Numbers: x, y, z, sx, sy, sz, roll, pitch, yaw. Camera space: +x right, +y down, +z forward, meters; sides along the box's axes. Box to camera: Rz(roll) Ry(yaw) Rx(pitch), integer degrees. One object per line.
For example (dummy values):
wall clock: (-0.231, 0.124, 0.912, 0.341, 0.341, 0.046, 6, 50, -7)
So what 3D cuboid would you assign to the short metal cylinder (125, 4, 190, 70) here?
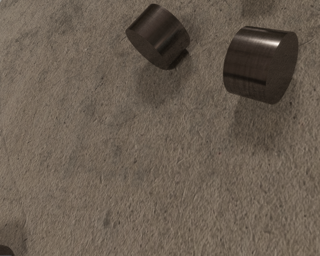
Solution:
short metal cylinder: (-0.003, -0.131, 0.449, 0.050, 0.080, 0.080, -49, 52, -6)

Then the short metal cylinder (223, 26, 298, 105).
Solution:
short metal cylinder: (0.115, -0.072, 0.352, 0.050, 0.080, 0.080, 23, 74, 36)

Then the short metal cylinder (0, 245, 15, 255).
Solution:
short metal cylinder: (-0.234, 0.187, 0.394, 0.080, 0.050, 0.080, -13, 56, 20)
